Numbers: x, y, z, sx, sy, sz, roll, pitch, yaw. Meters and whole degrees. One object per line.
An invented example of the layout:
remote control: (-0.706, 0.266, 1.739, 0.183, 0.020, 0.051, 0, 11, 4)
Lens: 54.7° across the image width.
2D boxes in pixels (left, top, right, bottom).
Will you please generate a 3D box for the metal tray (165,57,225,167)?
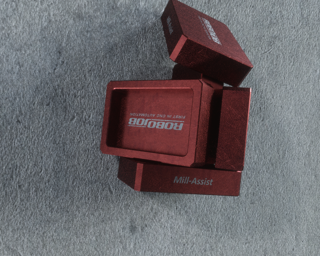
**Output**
metal tray: (0.040, -0.021, 0.391, 0.030, 0.090, 0.129, 8, 88, -20)

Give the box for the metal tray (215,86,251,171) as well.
metal tray: (0.092, 0.003, 0.393, 0.030, 0.130, 0.089, 6, 88, 13)

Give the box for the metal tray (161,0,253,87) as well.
metal tray: (0.052, -0.109, 0.381, 0.091, 0.130, 0.030, 19, 125, -20)

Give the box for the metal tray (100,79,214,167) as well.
metal tray: (-0.007, -0.008, 0.357, 0.030, 0.130, 0.089, 9, 86, -57)

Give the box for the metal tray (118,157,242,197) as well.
metal tray: (0.022, 0.058, 0.384, 0.131, 0.090, 0.030, 7, 88, -20)
